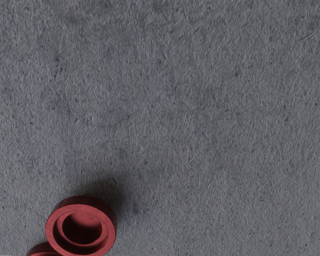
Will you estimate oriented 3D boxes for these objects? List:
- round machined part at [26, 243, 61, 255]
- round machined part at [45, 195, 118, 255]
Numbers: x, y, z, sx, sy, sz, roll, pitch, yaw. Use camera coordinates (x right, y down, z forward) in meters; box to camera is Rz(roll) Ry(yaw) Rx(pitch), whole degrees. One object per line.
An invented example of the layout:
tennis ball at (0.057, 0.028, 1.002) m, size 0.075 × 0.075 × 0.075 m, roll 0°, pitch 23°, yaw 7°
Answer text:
round machined part at (-0.171, 0.233, 0.485) m, size 0.099 × 0.042 × 0.097 m, roll 0°, pitch 110°, yaw 0°
round machined part at (-0.111, 0.139, 0.451) m, size 0.099 × 0.042 × 0.097 m, roll 0°, pitch 110°, yaw 0°
